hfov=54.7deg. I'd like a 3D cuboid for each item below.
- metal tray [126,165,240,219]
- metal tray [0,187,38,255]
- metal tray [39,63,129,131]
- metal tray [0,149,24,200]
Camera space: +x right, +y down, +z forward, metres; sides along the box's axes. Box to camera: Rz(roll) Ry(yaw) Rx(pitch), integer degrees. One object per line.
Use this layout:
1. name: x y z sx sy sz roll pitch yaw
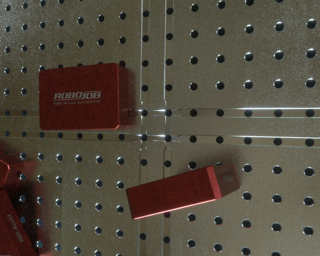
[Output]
1. metal tray: 0.032 0.067 0.343 0.090 0.130 0.030 -19 77 19
2. metal tray: -0.259 0.165 0.482 0.090 0.030 0.129 -19 99 18
3. metal tray: -0.112 -0.042 0.448 0.130 0.030 0.089 -1 90 19
4. metal tray: -0.297 0.072 0.512 0.130 0.030 0.090 26 98 17
